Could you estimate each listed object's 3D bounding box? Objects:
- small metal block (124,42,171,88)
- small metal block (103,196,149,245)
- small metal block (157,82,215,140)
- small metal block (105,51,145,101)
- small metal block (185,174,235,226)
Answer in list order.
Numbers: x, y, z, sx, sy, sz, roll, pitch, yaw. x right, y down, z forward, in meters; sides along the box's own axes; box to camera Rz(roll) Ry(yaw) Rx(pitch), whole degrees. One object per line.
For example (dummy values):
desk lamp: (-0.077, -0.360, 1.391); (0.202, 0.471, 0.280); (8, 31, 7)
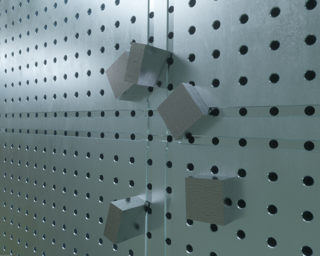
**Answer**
small metal block: (-0.016, -0.081, 0.407); (0.025, 0.050, 0.050); (21, 104, 38)
small metal block: (-0.047, 0.127, 0.433); (0.025, 0.050, 0.050); (22, 104, 38)
small metal block: (0.031, -0.020, 0.385); (0.050, 0.025, 0.050); (-44, 63, 31)
small metal block: (-0.048, -0.075, 0.450); (0.050, 0.025, 0.050); (-36, 68, 34)
small metal block: (0.058, 0.082, 0.362); (0.050, 0.025, 0.050); (-3, 88, 40)
